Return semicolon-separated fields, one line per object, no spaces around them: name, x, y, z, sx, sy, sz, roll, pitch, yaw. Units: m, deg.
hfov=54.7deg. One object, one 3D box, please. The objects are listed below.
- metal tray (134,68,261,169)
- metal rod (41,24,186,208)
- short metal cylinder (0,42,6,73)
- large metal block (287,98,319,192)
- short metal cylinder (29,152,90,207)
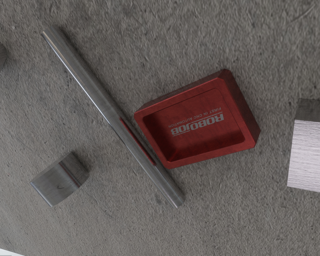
metal tray;0.042;-0.005;0.377;0.130;0.030;0.090;-20;108;35
metal rod;-0.058;-0.009;0.432;0.025;0.025;0.299;-28;104;37
short metal cylinder;-0.276;-0.101;0.454;0.080;0.080;0.050;45;129;-3
large metal block;0.176;0.020;0.310;0.080;0.050;0.079;8;122;24
short metal cylinder;-0.164;0.083;0.509;0.080;0.080;0.050;-28;103;37
